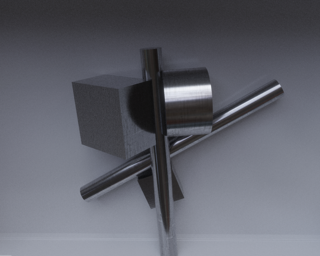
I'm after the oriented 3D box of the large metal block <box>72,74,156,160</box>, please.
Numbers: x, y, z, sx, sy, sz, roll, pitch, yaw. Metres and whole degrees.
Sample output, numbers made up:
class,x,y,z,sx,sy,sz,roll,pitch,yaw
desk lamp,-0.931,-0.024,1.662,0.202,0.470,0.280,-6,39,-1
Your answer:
class,x,y,z,sx,sy,sz,roll,pitch,yaw
large metal block,-0.054,-0.017,0.369,0.080,0.050,0.079,13,116,38

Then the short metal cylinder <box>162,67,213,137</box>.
class,x,y,z,sx,sy,sz,roll,pitch,yaw
short metal cylinder,0.030,-0.031,0.369,0.050,0.080,0.079,-5,110,0

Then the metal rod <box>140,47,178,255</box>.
class,x,y,z,sx,sy,sz,roll,pitch,yaw
metal rod,0.001,0.050,0.400,0.025,0.025,0.298,-5,109,1

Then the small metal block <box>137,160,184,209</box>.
class,x,y,z,sx,sy,sz,roll,pitch,yaw
small metal block,0.002,0.081,0.439,0.050,0.025,0.050,-20,109,7

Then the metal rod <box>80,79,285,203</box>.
class,x,y,z,sx,sy,sz,roll,pitch,yaw
metal rod,0.022,0.022,0.417,0.300,0.025,0.025,-30,108,10
